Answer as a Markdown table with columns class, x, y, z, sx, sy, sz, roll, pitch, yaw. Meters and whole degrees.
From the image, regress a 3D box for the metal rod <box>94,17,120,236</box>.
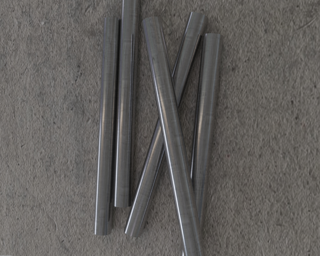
| class | x | y | z | sx | sy | sz | roll | pitch | yaw |
| --- | --- | --- | --- | --- | --- | --- | --- | --- | --- |
| metal rod | -0.073 | -0.002 | 0.434 | 0.025 | 0.025 | 0.298 | 3 | 91 | 20 |

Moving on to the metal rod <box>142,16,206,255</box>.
| class | x | y | z | sx | sy | sz | roll | pitch | yaw |
| --- | --- | --- | --- | --- | --- | --- | --- | --- | --- |
| metal rod | 0.016 | 0.014 | 0.375 | 0.025 | 0.025 | 0.298 | -12 | 86 | 19 |

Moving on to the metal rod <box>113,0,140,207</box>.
| class | x | y | z | sx | sy | sz | roll | pitch | yaw |
| --- | --- | --- | --- | --- | --- | --- | --- | --- | --- |
| metal rod | -0.045 | -0.043 | 0.424 | 0.025 | 0.025 | 0.298 | 3 | 91 | 20 |

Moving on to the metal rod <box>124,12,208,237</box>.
| class | x | y | z | sx | sy | sz | roll | pitch | yaw |
| --- | --- | --- | --- | --- | --- | --- | --- | --- | --- |
| metal rod | 0.006 | 0.000 | 0.406 | 0.025 | 0.025 | 0.298 | 19 | 96 | 19 |

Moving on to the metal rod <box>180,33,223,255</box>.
| class | x | y | z | sx | sy | sz | roll | pitch | yaw |
| --- | --- | --- | --- | --- | --- | --- | --- | --- | --- |
| metal rod | 0.051 | 0.034 | 0.390 | 0.025 | 0.025 | 0.298 | 6 | 92 | 20 |
